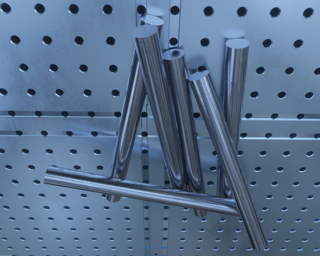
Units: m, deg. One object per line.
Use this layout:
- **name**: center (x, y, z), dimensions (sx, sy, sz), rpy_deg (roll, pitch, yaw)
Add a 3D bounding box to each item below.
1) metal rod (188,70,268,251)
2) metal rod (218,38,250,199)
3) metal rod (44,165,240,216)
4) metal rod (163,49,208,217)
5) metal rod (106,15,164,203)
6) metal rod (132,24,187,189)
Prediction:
- **metal rod**: center (0.101, 0.061, 0.421), dimensions (0.025, 0.025, 0.299), rpy_deg (-18, 117, 14)
- **metal rod**: center (0.097, 0.022, 0.430), dimensions (0.025, 0.025, 0.298), rpy_deg (-4, 130, 3)
- **metal rod**: center (-0.010, 0.095, 0.452), dimensions (0.302, 0.025, 0.025), rpy_deg (13, 129, -13)
- **metal rod**: center (0.042, 0.030, 0.437), dimensions (0.025, 0.025, 0.299), rpy_deg (-8, 130, 7)
- **metal rod**: center (-0.042, 0.000, 0.411), dimensions (0.025, 0.025, 0.298), rpy_deg (10, 130, -9)
- **metal rod**: center (0.010, 0.010, 0.401), dimensions (0.025, 0.025, 0.299), rpy_deg (-7, 136, 6)
